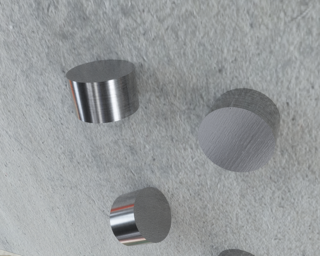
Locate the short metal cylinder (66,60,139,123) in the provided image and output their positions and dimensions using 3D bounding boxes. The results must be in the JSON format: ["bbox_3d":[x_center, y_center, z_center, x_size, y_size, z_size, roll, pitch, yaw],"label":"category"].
[{"bbox_3d":[-0.068,-0.047,0.376,0.080,0.080,0.050,9,122,23],"label":"short metal cylinder"}]

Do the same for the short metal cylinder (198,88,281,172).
[{"bbox_3d":[0.089,0.002,0.345,0.080,0.050,0.079,13,124,20],"label":"short metal cylinder"}]

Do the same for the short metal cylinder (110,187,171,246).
[{"bbox_3d":[-0.028,0.134,0.467,0.050,0.080,0.080,-23,106,36],"label":"short metal cylinder"}]

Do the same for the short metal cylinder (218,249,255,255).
[{"bbox_3d":[0.120,0.233,0.471,0.080,0.050,0.079,13,124,20],"label":"short metal cylinder"}]
